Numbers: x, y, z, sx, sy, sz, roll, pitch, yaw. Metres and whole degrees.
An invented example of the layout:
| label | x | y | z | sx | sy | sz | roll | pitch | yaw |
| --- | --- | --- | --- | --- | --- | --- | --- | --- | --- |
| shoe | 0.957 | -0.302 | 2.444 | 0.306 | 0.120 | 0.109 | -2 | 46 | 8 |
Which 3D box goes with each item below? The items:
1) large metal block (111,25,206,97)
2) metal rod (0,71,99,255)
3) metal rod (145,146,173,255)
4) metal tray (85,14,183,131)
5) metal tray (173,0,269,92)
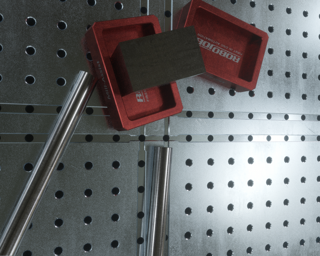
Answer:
| label | x | y | z | sx | sy | sz | roll | pitch | yaw |
| --- | --- | --- | --- | --- | --- | --- | --- | --- | --- |
| large metal block | -0.006 | -0.072 | 0.351 | 0.081 | 0.080 | 0.050 | -17 | 96 | -14 |
| metal rod | -0.145 | 0.072 | 0.359 | 0.025 | 0.025 | 0.299 | 26 | 81 | -19 |
| metal rod | -0.007 | 0.174 | 0.411 | 0.025 | 0.025 | 0.298 | 5 | 88 | -20 |
| metal tray | -0.030 | -0.070 | 0.390 | 0.091 | 0.030 | 0.129 | -20 | 97 | -30 |
| metal tray | 0.086 | -0.114 | 0.442 | 0.131 | 0.030 | 0.090 | 18 | 84 | -20 |
